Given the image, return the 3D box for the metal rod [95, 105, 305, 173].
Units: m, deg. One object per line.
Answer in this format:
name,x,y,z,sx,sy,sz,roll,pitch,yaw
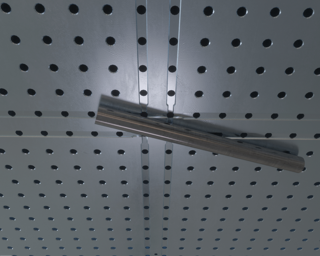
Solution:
metal rod,0.063,0.019,0.427,0.302,0.025,0.025,14,129,-12
